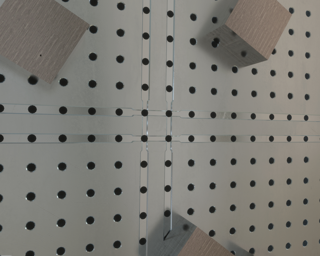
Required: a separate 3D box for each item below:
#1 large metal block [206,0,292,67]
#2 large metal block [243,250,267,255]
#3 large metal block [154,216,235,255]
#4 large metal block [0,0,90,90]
[{"bbox_3d":[0.128,-0.149,0.446,0.080,0.050,0.080,33,79,-17],"label":"large metal block"},{"bbox_3d":[0.160,0.237,0.458,0.080,0.050,0.080,22,83,-19],"label":"large metal block"},{"bbox_3d":[0.044,0.180,0.415,0.080,0.050,0.080,41,77,-16],"label":"large metal block"},{"bbox_3d":[-0.138,-0.101,0.348,0.080,0.050,0.080,32,80,-17],"label":"large metal block"}]
